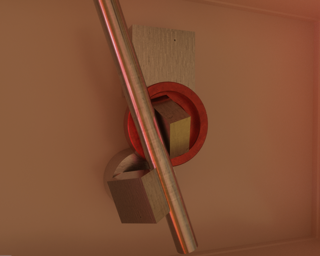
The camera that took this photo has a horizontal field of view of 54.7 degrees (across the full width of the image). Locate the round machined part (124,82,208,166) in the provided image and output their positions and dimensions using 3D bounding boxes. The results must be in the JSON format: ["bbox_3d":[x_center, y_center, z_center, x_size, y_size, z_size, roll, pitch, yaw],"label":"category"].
[{"bbox_3d":[0.004,-0.004,0.371,0.099,0.042,0.097,0,90,-21],"label":"round machined part"}]

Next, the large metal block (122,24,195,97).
[{"bbox_3d":[-0.003,-0.080,0.394,0.081,0.050,0.079,0,90,-21],"label":"large metal block"}]

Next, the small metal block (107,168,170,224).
[{"bbox_3d":[-0.023,0.074,0.333,0.025,0.050,0.050,-26,100,-52],"label":"small metal block"}]

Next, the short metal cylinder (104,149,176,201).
[{"bbox_3d":[-0.026,0.066,0.388,0.081,0.050,0.079,0,90,-21],"label":"short metal cylinder"}]

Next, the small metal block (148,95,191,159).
[{"bbox_3d":[0.009,-0.002,0.349,0.025,0.050,0.050,-20,132,-23],"label":"small metal block"}]

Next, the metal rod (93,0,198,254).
[{"bbox_3d":[-0.015,-0.007,0.330,0.025,0.025,0.298,-20,97,-19],"label":"metal rod"}]
